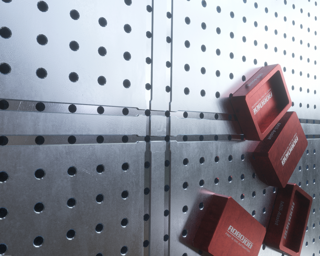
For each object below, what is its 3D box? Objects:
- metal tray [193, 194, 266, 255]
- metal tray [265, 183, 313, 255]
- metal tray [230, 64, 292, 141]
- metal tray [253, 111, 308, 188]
[{"bbox_3d":[0.117,0.176,0.503,0.130,0.030,0.090,43,64,-32],"label":"metal tray"},{"bbox_3d":[0.261,0.185,0.622,0.090,0.030,0.130,35,69,-34],"label":"metal tray"},{"bbox_3d":[0.187,-0.048,0.560,0.131,0.030,0.090,-40,114,-33],"label":"metal tray"},{"bbox_3d":[0.239,0.040,0.604,0.131,0.030,0.090,-47,118,-29],"label":"metal tray"}]
